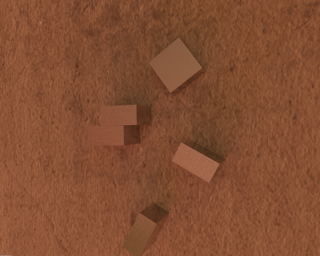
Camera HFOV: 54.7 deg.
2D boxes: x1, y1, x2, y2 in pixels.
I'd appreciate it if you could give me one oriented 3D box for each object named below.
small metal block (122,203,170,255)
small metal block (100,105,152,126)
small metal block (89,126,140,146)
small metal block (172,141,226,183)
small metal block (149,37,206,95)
[{"bbox_3d":[-0.017,0.131,0.401,0.025,0.050,0.050,29,99,17],"label":"small metal block"},{"bbox_3d":[-0.044,-0.016,0.410,0.050,0.050,0.025,-1,90,19],"label":"small metal block"},{"bbox_3d":[-0.060,0.009,0.416,0.050,0.050,0.025,-1,90,19],"label":"small metal block"},{"bbox_3d":[0.049,0.039,0.378,0.050,0.050,0.025,29,100,17],"label":"small metal block"},{"bbox_3d":[0.023,-0.079,0.400,0.050,0.025,0.050,-38,78,16],"label":"small metal block"}]
